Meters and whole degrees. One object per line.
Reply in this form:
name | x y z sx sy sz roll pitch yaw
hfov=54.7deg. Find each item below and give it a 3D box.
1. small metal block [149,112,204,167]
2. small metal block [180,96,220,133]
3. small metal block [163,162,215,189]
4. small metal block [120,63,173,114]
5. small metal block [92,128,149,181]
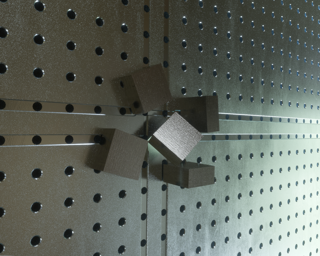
small metal block | 0.021 0.015 0.414 0.050 0.025 0.050 42 59 5
small metal block | 0.056 -0.020 0.442 0.025 0.050 0.050 -6 94 -40
small metal block | 0.040 0.064 0.428 0.050 0.050 0.025 0 92 -40
small metal block | -0.017 -0.050 0.397 0.050 0.025 0.050 -30 109 -36
small metal block | -0.046 0.032 0.372 0.050 0.025 0.050 24 75 -38
